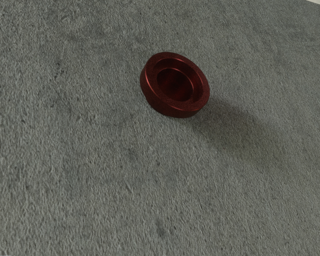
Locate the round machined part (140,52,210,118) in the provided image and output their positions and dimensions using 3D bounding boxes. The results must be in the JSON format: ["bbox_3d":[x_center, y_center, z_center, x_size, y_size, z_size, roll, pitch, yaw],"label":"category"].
[{"bbox_3d":[0.017,-0.055,0.435,0.099,0.042,0.098,13,56,-21],"label":"round machined part"}]
